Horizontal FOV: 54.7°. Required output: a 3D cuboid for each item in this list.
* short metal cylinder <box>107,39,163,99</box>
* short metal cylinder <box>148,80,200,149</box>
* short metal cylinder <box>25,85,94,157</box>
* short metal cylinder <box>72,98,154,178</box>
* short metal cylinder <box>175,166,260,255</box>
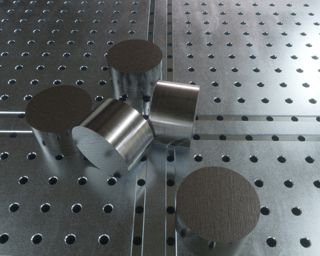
[{"bbox_3d":[-0.037,-0.089,0.466,0.081,0.050,0.080,0,50,0],"label":"short metal cylinder"},{"bbox_3d":[0.019,-0.017,0.386,0.050,0.080,0.080,9,51,8],"label":"short metal cylinder"},{"bbox_3d":[-0.124,-0.010,0.398,0.081,0.050,0.080,0,50,0],"label":"short metal cylinder"},{"bbox_3d":[-0.054,0.012,0.361,0.080,0.080,0.050,26,55,20],"label":"short metal cylinder"},{"bbox_3d":[0.056,0.087,0.319,0.081,0.050,0.080,0,50,0],"label":"short metal cylinder"}]
